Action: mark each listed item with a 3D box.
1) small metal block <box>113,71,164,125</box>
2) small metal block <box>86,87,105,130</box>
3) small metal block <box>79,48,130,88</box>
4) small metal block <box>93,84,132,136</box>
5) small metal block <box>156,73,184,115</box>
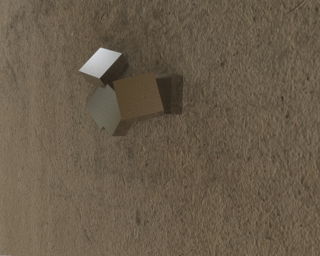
[{"bbox_3d":[-0.026,-0.036,0.377,0.050,0.025,0.050,-14,78,-2],"label":"small metal block"},{"bbox_3d":[-0.080,-0.032,0.469,0.050,0.025,0.050,-52,60,27],"label":"small metal block"},{"bbox_3d":[-0.082,-0.088,0.457,0.050,0.025,0.050,24,68,37],"label":"small metal block"},{"bbox_3d":[-0.058,-0.024,0.418,0.050,0.025,0.050,45,117,30],"label":"small metal block"},{"bbox_3d":[0.002,-0.043,0.403,0.050,0.025,0.050,3,92,39],"label":"small metal block"}]
